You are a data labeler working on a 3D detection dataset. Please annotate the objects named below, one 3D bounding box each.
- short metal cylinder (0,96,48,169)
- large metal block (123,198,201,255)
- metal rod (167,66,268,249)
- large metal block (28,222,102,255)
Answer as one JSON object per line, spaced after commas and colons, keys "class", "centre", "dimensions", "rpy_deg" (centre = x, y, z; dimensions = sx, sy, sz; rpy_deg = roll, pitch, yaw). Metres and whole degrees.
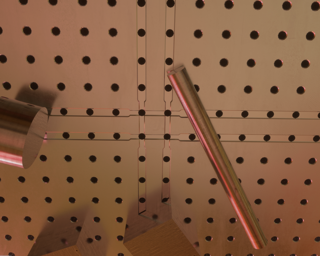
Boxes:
{"class": "short metal cylinder", "centre": [-0.179, 0.006, 0.384], "dimensions": [0.050, 0.080, 0.079], "rpy_deg": [15, 109, -6]}
{"class": "large metal block", "centre": [0.004, 0.165, 0.461], "dimensions": [0.080, 0.050, 0.080], "rpy_deg": [-31, 108, 10]}
{"class": "metal rod", "centre": [0.087, 0.054, 0.434], "dimensions": [0.025, 0.025, 0.299], "rpy_deg": [-26, 109, 9]}
{"class": "large metal block", "centre": [-0.141, 0.202, 0.473], "dimensions": [0.080, 0.050, 0.080], "rpy_deg": [-19, 109, 6]}
